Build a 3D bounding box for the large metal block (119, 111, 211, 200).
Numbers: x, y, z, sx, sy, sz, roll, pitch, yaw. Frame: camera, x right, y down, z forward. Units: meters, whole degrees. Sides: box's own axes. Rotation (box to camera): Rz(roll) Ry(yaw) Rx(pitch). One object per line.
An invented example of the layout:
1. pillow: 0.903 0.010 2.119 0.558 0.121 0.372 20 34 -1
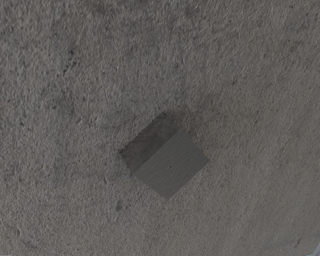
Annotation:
1. large metal block: 0.007 0.038 0.418 0.080 0.050 0.080 -44 129 2
